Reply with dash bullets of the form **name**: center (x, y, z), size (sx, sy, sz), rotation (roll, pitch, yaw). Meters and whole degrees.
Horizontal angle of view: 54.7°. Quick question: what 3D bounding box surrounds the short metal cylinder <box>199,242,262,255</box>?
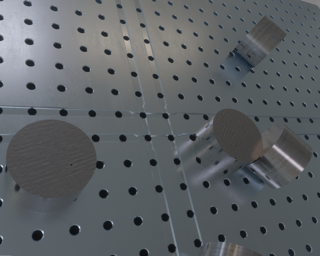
- **short metal cylinder**: center (0.074, 0.160, 0.315), size (0.080, 0.080, 0.050), rotation (33, 52, -7)

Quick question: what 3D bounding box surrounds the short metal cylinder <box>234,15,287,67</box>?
- **short metal cylinder**: center (0.182, -0.158, 0.567), size (0.050, 0.080, 0.080), rotation (43, 51, 1)

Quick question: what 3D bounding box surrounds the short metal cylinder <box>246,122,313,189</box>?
- **short metal cylinder**: center (0.164, 0.038, 0.437), size (0.050, 0.080, 0.080), rotation (41, 51, -1)

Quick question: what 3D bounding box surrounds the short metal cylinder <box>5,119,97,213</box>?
- **short metal cylinder**: center (-0.110, 0.038, 0.309), size (0.081, 0.050, 0.080), rotation (14, 56, -21)

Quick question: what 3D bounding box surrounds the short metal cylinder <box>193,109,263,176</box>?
- **short metal cylinder**: center (0.094, 0.020, 0.430), size (0.081, 0.050, 0.080), rotation (13, 56, -21)
